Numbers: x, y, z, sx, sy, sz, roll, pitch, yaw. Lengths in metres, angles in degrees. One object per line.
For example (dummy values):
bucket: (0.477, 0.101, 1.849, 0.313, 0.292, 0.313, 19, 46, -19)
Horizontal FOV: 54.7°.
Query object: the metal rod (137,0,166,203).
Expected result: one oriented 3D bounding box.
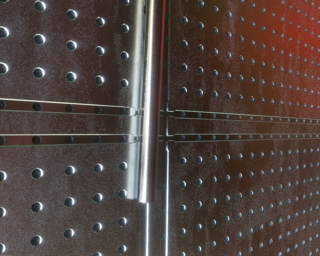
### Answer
metal rod: (-0.010, -0.056, 0.402, 0.025, 0.025, 0.298, 5, 87, -40)
